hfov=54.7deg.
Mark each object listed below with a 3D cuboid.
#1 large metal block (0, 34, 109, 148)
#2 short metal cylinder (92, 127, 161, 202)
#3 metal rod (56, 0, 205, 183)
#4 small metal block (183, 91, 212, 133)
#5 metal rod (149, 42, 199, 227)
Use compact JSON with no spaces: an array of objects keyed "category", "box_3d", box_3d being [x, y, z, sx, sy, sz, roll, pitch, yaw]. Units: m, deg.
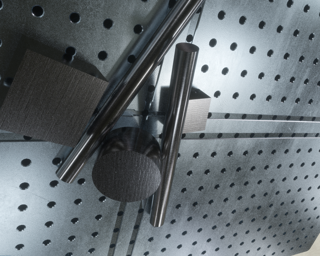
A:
[{"category":"large metal block","box_3d":[-0.112,-0.035,0.313,0.080,0.050,0.080,20,108,-36]},{"category":"short metal cylinder","box_3d":[-0.039,0.045,0.384,0.081,0.050,0.079,0,122,0]},{"category":"metal rod","box_3d":[-0.029,-0.057,0.360,0.025,0.025,0.299,30,102,-38]},{"category":"small metal block","box_3d":[0.038,-0.021,0.420,0.050,0.025,0.050,-8,122,-25]},{"category":"metal rod","box_3d":[0.012,0.033,0.414,0.025,0.025,0.298,-11,131,-23]}]
